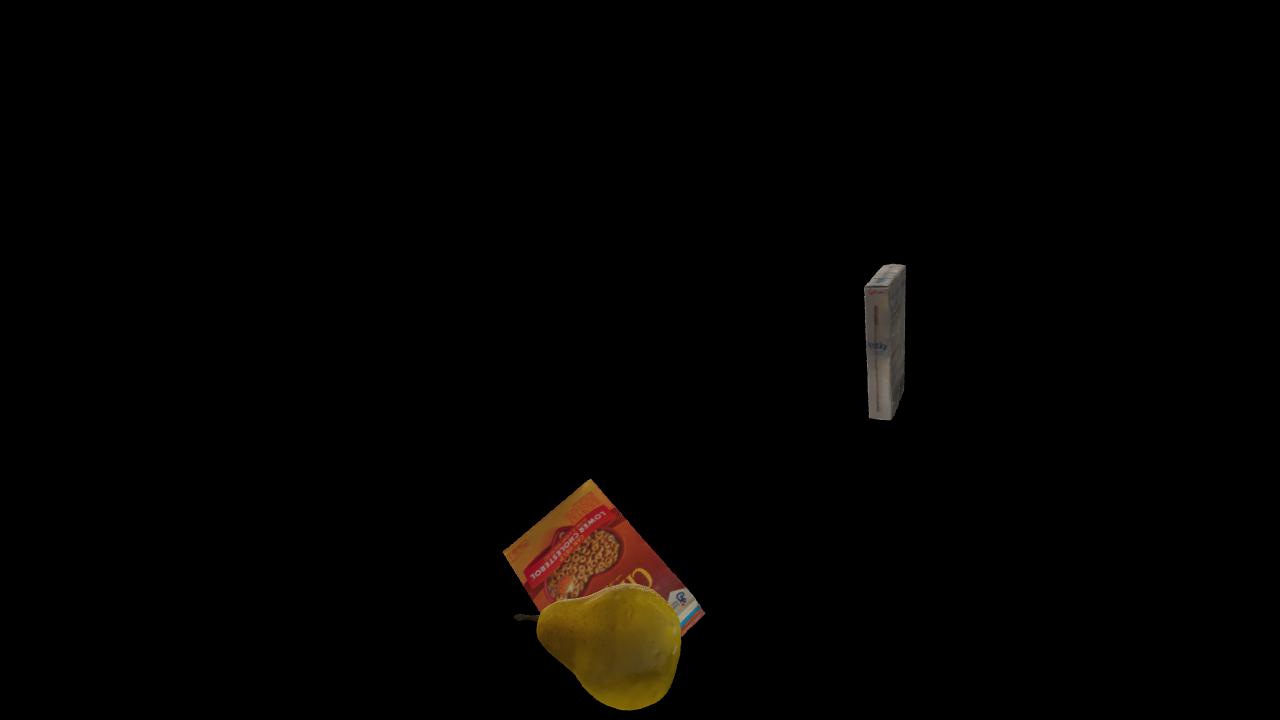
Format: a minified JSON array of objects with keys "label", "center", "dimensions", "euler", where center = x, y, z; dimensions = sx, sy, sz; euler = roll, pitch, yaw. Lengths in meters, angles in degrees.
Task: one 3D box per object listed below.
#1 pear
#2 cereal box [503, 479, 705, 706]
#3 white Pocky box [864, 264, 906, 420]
[{"label":"pear","center":[-0.030,0.180,0.405],"dimensions":[0.111,0.080,0.080],"euler":[15,0,0]},{"label":"cereal box","center":[-0.067,0.365,1.012],"dimensions":[0.203,0.081,0.306],"euler":[-38,47,-13]},{"label":"white Pocky box","center":[0.271,-0.020,0.675],"dimensions":[0.028,0.154,0.084],"euler":[5,26,33]}]
